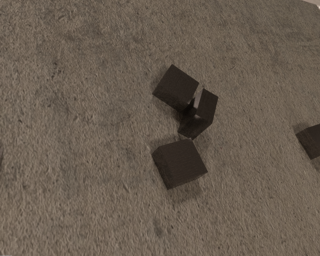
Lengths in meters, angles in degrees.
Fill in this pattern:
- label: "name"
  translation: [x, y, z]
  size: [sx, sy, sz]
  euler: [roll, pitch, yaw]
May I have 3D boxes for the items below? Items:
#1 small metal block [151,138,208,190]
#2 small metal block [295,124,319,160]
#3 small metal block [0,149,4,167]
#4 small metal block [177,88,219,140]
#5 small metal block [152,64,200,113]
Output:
- label: "small metal block"
  translation: [0.025, 0.045, 0.392]
  size: [0.050, 0.025, 0.050]
  euler: [-13, 69, -34]
- label: "small metal block"
  translation: [0.273, 0.023, 0.541]
  size: [0.050, 0.025, 0.050]
  euler: [-12, 68, -34]
- label: "small metal block"
  translation: [-0.178, 0.041, 0.283]
  size: [0.050, 0.025, 0.050]
  euler: [14, 56, -21]
- label: "small metal block"
  translation: [0.053, -0.018, 0.429]
  size: [0.025, 0.050, 0.050]
  euler: [29, 52, -11]
- label: "small metal block"
  translation: [0.024, -0.058, 0.454]
  size: [0.050, 0.025, 0.050]
  euler: [34, 51, -7]
